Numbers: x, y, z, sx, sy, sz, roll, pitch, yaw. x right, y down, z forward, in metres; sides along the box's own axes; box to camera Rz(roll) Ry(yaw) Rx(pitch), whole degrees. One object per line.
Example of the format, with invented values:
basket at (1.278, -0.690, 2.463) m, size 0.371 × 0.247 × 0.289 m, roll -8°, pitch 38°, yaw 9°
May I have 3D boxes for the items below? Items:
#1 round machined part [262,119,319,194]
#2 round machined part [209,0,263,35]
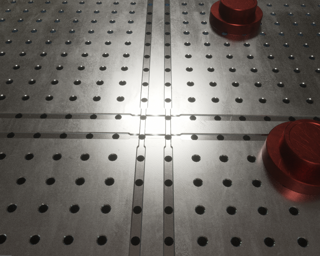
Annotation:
round machined part at (0.179, 0.027, 0.376) m, size 0.099 × 0.042 × 0.098 m, roll 1°, pitch 50°, yaw 0°
round machined part at (0.145, -0.222, 0.585) m, size 0.099 × 0.042 × 0.098 m, roll 0°, pitch 50°, yaw 0°
